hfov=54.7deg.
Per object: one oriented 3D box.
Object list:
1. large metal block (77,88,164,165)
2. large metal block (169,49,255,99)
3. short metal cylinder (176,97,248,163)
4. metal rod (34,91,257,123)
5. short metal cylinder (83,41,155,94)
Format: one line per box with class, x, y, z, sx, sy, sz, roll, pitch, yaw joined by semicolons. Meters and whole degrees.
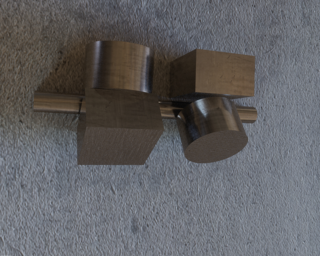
large metal block;-0.050;0.002;0.356;0.081;0.080;0.050;3;55;-21
large metal block;0.065;-0.065;0.405;0.081;0.080;0.050;1;90;-20
short metal cylinder;0.066;0.004;0.399;0.081;0.080;0.050;2;55;-20
metal rod;-0.004;-0.025;0.411;0.302;0.025;0.025;2;89;-20
short metal cylinder;-0.048;-0.066;0.363;0.081;0.080;0.050;4;89;-20
